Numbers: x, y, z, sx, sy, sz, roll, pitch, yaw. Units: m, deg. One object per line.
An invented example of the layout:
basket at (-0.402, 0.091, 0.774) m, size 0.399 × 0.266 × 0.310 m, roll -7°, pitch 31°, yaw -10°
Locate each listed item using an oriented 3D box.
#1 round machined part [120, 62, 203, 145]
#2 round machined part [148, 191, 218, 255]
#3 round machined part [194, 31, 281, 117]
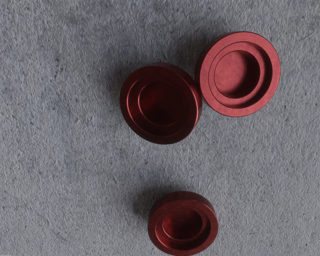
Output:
round machined part at (0.004, -0.032, 0.377) m, size 0.098 × 0.042 × 0.097 m, roll 9°, pitch 117°, yaw 19°
round machined part at (0.032, 0.133, 0.450) m, size 0.099 × 0.042 × 0.097 m, roll 0°, pitch 110°, yaw 0°
round machined part at (0.088, -0.065, 0.372) m, size 0.099 × 0.042 × 0.097 m, roll -3°, pitch 107°, yaw -9°
